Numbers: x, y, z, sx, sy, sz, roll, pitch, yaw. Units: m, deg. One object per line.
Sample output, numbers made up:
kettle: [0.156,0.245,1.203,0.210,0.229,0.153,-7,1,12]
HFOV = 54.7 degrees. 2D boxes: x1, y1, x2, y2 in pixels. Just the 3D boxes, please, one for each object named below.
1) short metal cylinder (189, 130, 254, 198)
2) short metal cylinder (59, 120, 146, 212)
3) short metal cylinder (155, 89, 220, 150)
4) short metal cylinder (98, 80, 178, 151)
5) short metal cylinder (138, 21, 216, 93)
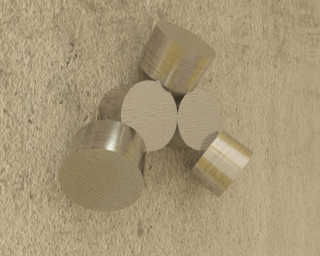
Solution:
short metal cylinder: [0.085,0.050,0.434,0.050,0.080,0.080,38,58,12]
short metal cylinder: [-0.055,0.039,0.316,0.080,0.080,0.050,54,19,-27]
short metal cylinder: [0.036,-0.011,0.420,0.081,0.050,0.080,0,90,-40]
short metal cylinder: [-0.026,-0.014,0.368,0.081,0.050,0.080,0,90,-40]
short metal cylinder: [0.021,-0.088,0.380,0.081,0.080,0.050,2,131,-40]
